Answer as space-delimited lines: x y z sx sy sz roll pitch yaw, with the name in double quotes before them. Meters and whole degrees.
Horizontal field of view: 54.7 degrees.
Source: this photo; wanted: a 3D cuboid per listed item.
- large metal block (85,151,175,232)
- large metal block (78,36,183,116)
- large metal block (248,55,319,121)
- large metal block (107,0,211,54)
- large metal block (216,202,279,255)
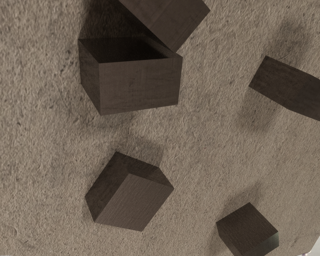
"large metal block" -0.042 0.089 0.424 0.080 0.050 0.080 27 104 -38
"large metal block" -0.033 -0.058 0.318 0.081 0.080 0.050 -10 123 -24
"large metal block" 0.191 -0.057 0.443 0.081 0.080 0.050 13 112 -34
"large metal block" -0.013 -0.124 0.288 0.080 0.080 0.050 34 99 -39
"large metal block" 0.166 0.203 0.591 0.080 0.080 0.050 -27 128 -12
